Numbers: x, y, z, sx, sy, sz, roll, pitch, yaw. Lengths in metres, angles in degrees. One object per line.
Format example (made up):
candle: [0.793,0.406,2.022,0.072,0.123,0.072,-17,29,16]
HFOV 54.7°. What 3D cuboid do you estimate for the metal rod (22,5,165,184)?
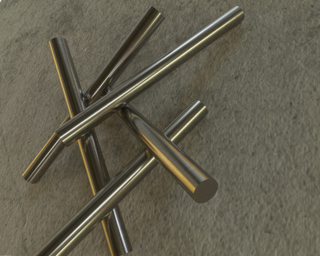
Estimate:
metal rod: [-0.097,-0.039,0.432,0.299,0.025,0.025,-50,51,10]

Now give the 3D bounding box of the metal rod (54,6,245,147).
metal rod: [-0.002,-0.076,0.403,0.301,0.025,0.025,-38,50,-17]

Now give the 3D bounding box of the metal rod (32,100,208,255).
metal rod: [-0.051,0.071,0.341,0.025,0.025,0.301,30,64,37]

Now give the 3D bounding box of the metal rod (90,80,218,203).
metal rod: [-0.031,-0.008,0.379,0.025,0.025,0.300,-45,38,-3]

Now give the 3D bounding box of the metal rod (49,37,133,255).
metal rod: [-0.094,0.009,0.391,0.025,0.025,0.299,-26,70,12]
